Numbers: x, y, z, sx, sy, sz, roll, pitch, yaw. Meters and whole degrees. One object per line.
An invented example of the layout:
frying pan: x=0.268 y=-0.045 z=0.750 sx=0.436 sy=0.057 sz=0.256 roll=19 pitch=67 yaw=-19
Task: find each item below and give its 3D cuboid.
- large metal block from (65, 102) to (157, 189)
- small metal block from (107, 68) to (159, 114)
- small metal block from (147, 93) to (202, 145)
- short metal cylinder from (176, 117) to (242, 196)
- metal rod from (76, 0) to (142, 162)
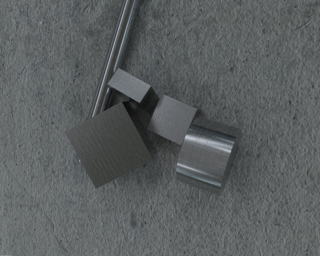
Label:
large metal block: x=-0.060 y=0.019 z=0.401 sx=0.080 sy=0.050 sz=0.080 roll=-28 pitch=92 yaw=6
small metal block: x=-0.033 y=-0.047 z=0.404 sx=0.050 sy=0.050 sz=0.025 roll=31 pitch=85 yaw=17
small metal block: x=0.019 y=-0.011 z=0.402 sx=0.050 sy=0.025 sz=0.050 roll=25 pitch=98 yaw=17
short metal cylinder: x=0.058 y=0.032 z=0.359 sx=0.050 sy=0.080 sz=0.080 roll=18 pitch=96 yaw=19
metal rod: x=-0.064 y=-0.094 z=0.430 sx=0.025 sy=0.025 sz=0.298 roll=20 pitch=96 yaw=18
